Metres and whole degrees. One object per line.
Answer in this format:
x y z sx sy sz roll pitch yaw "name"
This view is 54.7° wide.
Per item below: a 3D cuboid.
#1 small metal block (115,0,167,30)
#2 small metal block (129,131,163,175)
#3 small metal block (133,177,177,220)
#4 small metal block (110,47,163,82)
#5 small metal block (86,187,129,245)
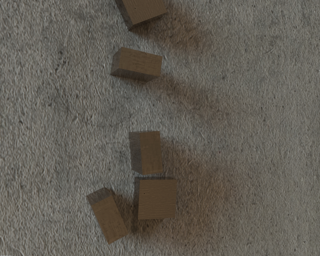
-0.026 -0.161 0.399 0.050 0.025 0.050 -27 99 -18 "small metal block"
-0.019 0.029 0.389 0.025 0.050 0.050 -5 92 -20 "small metal block"
-0.007 0.091 0.407 0.050 0.025 0.050 3 89 -20 "small metal block"
-0.030 -0.077 0.384 0.050 0.050 0.025 9 87 -20 "small metal block"
-0.065 0.103 0.372 0.025 0.050 0.050 -24 98 -18 "small metal block"
